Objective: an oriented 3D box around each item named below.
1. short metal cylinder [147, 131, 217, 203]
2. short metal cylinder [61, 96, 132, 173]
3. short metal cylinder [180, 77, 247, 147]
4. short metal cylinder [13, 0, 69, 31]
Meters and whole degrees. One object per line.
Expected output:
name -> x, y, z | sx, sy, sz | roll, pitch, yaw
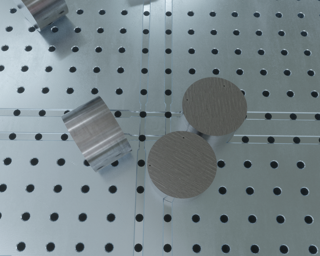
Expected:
short metal cylinder -> 0.026, 0.049, 0.381 | 0.081, 0.050, 0.080 | 0, 70, 0
short metal cylinder -> -0.077, 0.007, 0.379 | 0.050, 0.080, 0.080 | -31, 73, -11
short metal cylinder -> 0.068, -0.019, 0.406 | 0.081, 0.050, 0.080 | 0, 70, 0
short metal cylinder -> -0.180, -0.189, 0.450 | 0.050, 0.080, 0.080 | -40, 75, -13
